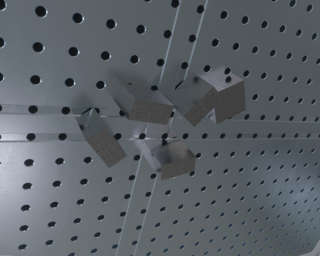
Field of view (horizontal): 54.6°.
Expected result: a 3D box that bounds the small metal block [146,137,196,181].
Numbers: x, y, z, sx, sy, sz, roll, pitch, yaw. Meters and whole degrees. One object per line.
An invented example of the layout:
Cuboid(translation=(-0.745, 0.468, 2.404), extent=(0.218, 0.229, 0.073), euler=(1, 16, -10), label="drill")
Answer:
Cuboid(translation=(0.014, 0.041, 0.428), extent=(0.050, 0.050, 0.025), euler=(-13, 124, -22), label="small metal block")

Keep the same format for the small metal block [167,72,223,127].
Cuboid(translation=(0.043, -0.037, 0.395), extent=(0.050, 0.050, 0.025), euler=(-45, 129, 3), label="small metal block")

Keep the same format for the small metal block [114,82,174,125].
Cuboid(translation=(-0.019, -0.029, 0.366), extent=(0.050, 0.050, 0.025), euler=(7, 115, -32), label="small metal block")

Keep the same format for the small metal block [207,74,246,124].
Cuboid(translation=(0.091, -0.041, 0.435), extent=(0.050, 0.025, 0.050), euler=(-25, 128, -13), label="small metal block")

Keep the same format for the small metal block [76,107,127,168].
Cuboid(translation=(-0.069, 0.011, 0.364), extent=(0.025, 0.050, 0.050), euler=(-35, 129, -5), label="small metal block")
